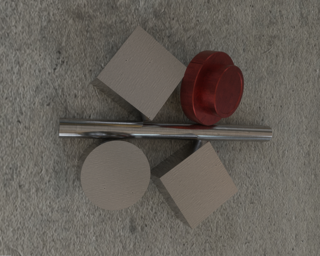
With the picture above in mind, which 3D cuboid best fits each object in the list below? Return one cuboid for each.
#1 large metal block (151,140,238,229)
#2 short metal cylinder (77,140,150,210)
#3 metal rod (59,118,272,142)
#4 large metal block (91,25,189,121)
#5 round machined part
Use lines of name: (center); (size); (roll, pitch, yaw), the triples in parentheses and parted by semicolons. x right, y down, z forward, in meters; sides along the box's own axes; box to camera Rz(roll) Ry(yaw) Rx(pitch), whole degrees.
large metal block: (0.043, 0.072, 0.414); (0.080, 0.050, 0.080); (-35, 102, -17)
short metal cylinder: (-0.058, 0.054, 0.376); (0.081, 0.050, 0.079); (0, 90, -21)
metal rod: (0.022, 0.004, 0.420); (0.303, 0.025, 0.025); (2, 90, -21)
large metal block: (-0.026, -0.064, 0.386); (0.080, 0.050, 0.080); (38, 78, -16)
round machined part: (0.074, -0.050, 0.405); (0.099, 0.042, 0.097); (-21, 119, -42)
